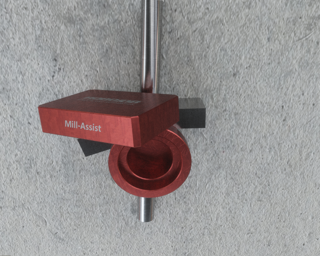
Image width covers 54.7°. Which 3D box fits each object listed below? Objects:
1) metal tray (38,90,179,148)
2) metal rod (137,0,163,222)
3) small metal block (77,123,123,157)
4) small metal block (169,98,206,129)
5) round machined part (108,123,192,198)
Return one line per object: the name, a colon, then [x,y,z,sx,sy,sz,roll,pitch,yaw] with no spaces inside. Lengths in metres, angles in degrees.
metal tray: [-0.055,-0.016,0.345,0.130,0.091,0.030,7,112,28]
metal rod: [-0.015,-0.008,0.408,0.025,0.025,0.298,2,110,-1]
small metal block: [-0.073,0.008,0.400,0.050,0.050,0.025,-18,109,6]
small metal block: [0.029,-0.020,0.391,0.050,0.050,0.025,-1,110,0]
round machined part: [-0.012,0.034,0.385,0.099,0.042,0.097,-1,114,-2]
